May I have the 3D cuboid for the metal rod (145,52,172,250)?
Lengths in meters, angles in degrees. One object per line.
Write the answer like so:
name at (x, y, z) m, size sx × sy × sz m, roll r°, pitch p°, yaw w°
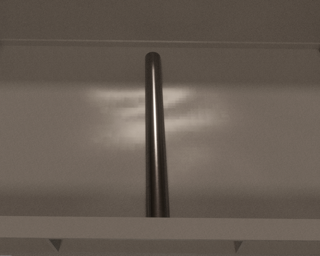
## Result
metal rod at (-0.006, 0.002, 0.403) m, size 0.025 × 0.025 × 0.300 m, roll -1°, pitch 50°, yaw -2°
